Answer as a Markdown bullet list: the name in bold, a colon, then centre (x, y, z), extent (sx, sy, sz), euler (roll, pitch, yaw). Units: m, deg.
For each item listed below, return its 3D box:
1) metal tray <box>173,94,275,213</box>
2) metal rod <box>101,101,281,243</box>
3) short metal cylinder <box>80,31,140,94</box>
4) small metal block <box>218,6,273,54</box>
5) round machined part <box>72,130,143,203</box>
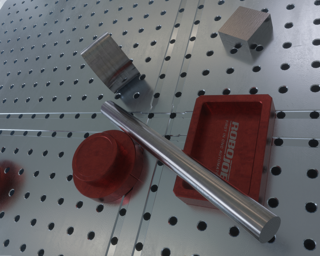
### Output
- **metal tray**: centre (0.075, 0.024, 0.350), extent (0.090, 0.030, 0.130), euler (2, 63, 29)
- **metal rod**: centre (0.004, 0.025, 0.356), extent (0.025, 0.025, 0.300), euler (-49, 41, -6)
- **short metal cylinder**: centre (-0.075, -0.099, 0.474), extent (0.050, 0.080, 0.080), euler (-39, 51, 2)
- **small metal block**: centre (0.118, -0.137, 0.430), extent (0.050, 0.025, 0.050), euler (35, 81, 38)
- **round machined part**: centre (-0.076, 0.045, 0.410), extent (0.098, 0.042, 0.098), euler (-13, 56, 21)
